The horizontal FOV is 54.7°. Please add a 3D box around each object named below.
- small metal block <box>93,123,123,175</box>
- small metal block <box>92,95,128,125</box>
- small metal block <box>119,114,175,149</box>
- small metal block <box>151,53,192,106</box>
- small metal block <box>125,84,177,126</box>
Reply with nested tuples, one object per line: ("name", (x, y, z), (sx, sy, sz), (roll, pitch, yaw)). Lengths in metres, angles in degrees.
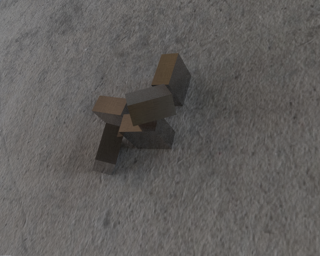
("small metal block", (-0.066, 0.028, 0.401), (0.025, 0.050, 0.050), (16, 64, -9))
("small metal block", (-0.056, -0.019, 0.427), (0.050, 0.050, 0.025), (9, 67, 32))
("small metal block", (-0.015, 0.005, 0.392), (0.050, 0.050, 0.025), (-2, 61, 27))
("small metal block", (0.017, -0.064, 0.417), (0.025, 0.050, 0.050), (3, 63, 29))
("small metal block", (-0.012, -0.028, 0.364), (0.050, 0.025, 0.050), (-15, 23, -4))
